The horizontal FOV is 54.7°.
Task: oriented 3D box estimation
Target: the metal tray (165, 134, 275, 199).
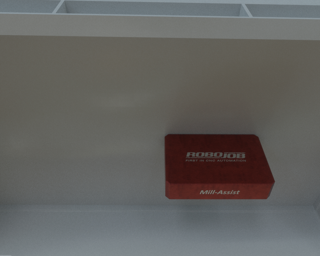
[{"bbox_3d":[0.072,0.049,0.408,0.131,0.090,0.030,0,130,-1],"label":"metal tray"}]
